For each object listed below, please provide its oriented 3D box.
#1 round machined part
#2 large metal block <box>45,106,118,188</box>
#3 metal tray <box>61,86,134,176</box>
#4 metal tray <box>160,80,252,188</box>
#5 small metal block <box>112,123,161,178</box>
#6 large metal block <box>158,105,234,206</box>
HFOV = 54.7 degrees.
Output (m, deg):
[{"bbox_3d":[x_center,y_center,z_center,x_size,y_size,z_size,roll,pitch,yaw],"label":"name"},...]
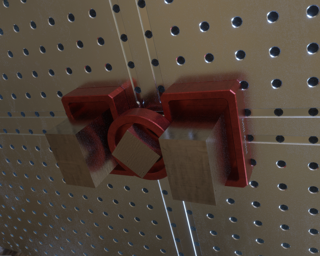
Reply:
[{"bbox_3d":[-0.016,0.017,0.408,0.098,0.042,0.097,13,124,21],"label":"round machined part"},{"bbox_3d":[-0.097,0.023,0.424,0.050,0.080,0.080,1,119,28],"label":"large metal block"},{"bbox_3d":[-0.081,0.007,0.454,0.090,0.030,0.129,1,119,28],"label":"metal tray"},{"bbox_3d":[0.059,0.010,0.382,0.090,0.030,0.129,0,118,28],"label":"metal tray"},{"bbox_3d":[-0.025,0.027,0.389,0.050,0.025,0.050,38,129,2],"label":"small metal block"},{"bbox_3d":[0.046,0.027,0.351,0.050,0.080,0.080,2,119,28],"label":"large metal block"}]
